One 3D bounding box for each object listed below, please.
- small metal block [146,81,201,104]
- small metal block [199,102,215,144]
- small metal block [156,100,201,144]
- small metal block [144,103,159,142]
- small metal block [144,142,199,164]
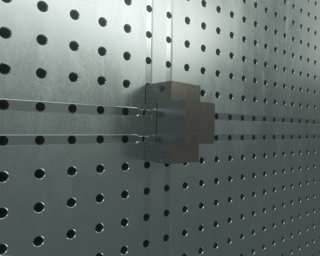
[{"bbox_3d":[0.017,-0.044,0.405,0.050,0.050,0.025,2,89,-40],"label":"small metal block"},{"bbox_3d":[0.042,-0.006,0.394,0.025,0.050,0.050,2,89,-39],"label":"small metal block"},{"bbox_3d":[0.022,-0.007,0.377,0.025,0.050,0.050,2,89,-40],"label":"small metal block"},{"bbox_3d":[0.007,-0.006,0.414,0.050,0.025,0.050,2,89,-38],"label":"small metal block"},{"bbox_3d":[0.015,0.031,0.404,0.050,0.050,0.025,2,89,-40],"label":"small metal block"}]
